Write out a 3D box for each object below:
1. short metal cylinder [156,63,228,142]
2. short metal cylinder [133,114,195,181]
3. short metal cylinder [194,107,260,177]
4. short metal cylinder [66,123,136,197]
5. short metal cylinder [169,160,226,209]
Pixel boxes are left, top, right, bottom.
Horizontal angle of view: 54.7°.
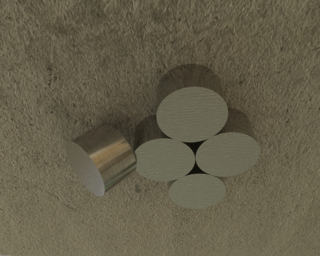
[{"bbox_3d":[0.036,-0.029,0.368,0.081,0.050,0.079,0,130,0],"label":"short metal cylinder"},{"bbox_3d":[0.005,0.026,0.415,0.081,0.050,0.079,0,130,0],"label":"short metal cylinder"},{"bbox_3d":[0.085,0.019,0.409,0.081,0.050,0.079,0,130,0],"label":"short metal cylinder"},{"bbox_3d":[-0.076,0.040,0.399,0.080,0.050,0.079,31,138,33],"label":"short metal cylinder"},{"bbox_3d":[0.053,0.075,0.456,0.081,0.050,0.079,0,130,0],"label":"short metal cylinder"}]
